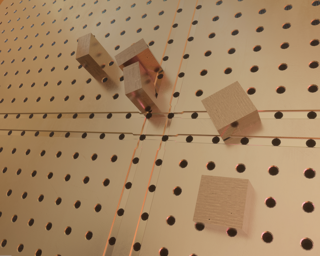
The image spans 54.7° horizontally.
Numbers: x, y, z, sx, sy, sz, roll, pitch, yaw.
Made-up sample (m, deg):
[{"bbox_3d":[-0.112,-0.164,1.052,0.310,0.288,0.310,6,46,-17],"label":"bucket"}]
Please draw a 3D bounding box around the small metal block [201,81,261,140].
[{"bbox_3d":[0.085,-0.022,0.376,0.050,0.025,0.050,-29,52,9],"label":"small metal block"}]

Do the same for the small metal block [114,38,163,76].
[{"bbox_3d":[-0.032,-0.098,0.468,0.050,0.050,0.025,-31,52,8],"label":"small metal block"}]

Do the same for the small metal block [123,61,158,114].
[{"bbox_3d":[-0.028,-0.057,0.440,0.025,0.050,0.050,-20,54,16],"label":"small metal block"}]

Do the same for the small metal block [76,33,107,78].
[{"bbox_3d":[-0.115,-0.123,0.526,0.025,0.050,0.050,-16,56,19],"label":"small metal block"}]

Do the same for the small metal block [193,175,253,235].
[{"bbox_3d":[0.067,0.079,0.324,0.050,0.025,0.050,1,62,28],"label":"small metal block"}]
